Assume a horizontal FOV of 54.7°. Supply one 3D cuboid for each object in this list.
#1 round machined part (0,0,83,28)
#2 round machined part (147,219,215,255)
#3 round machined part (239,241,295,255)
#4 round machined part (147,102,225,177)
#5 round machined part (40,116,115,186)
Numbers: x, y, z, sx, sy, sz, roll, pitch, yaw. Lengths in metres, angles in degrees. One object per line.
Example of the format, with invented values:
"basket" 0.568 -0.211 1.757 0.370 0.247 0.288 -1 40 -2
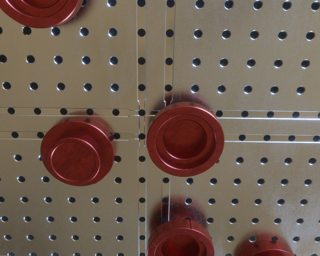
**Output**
"round machined part" -0.131 -0.162 0.343 0.099 0.042 0.097 0 110 -1
"round machined part" 0.030 0.178 0.471 0.099 0.042 0.097 0 110 -1
"round machined part" 0.174 0.233 0.493 0.099 0.042 0.097 0 110 -1
"round machined part" 0.032 0.012 0.409 0.099 0.042 0.097 0 110 -1
"round machined part" -0.111 0.037 0.416 0.099 0.042 0.097 0 110 -1
